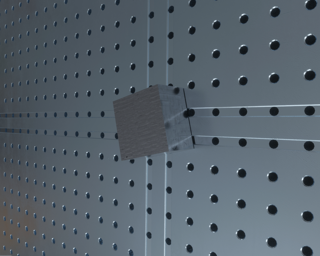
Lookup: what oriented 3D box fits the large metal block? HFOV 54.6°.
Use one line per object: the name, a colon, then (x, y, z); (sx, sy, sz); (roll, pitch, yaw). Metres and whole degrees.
large metal block: (-0.010, -0.005, 0.401); (0.080, 0.050, 0.080); (-15, 81, 39)
